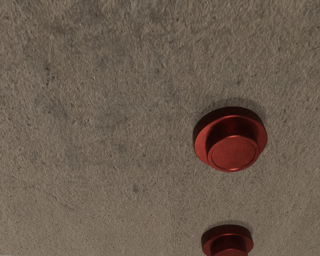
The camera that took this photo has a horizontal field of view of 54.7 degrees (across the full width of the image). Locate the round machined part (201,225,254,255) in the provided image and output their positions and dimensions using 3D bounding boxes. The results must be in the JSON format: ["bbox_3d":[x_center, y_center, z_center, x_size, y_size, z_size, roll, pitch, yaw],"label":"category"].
[{"bbox_3d":[0.131,0.231,0.595,0.099,0.042,0.097,-1,130,0],"label":"round machined part"}]

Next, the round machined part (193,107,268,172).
[{"bbox_3d":[0.095,0.022,0.417,0.099,0.042,0.097,-1,130,0],"label":"round machined part"}]
